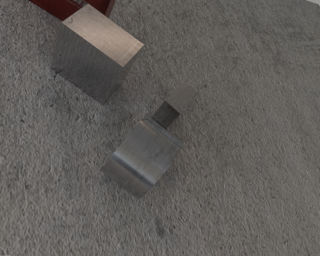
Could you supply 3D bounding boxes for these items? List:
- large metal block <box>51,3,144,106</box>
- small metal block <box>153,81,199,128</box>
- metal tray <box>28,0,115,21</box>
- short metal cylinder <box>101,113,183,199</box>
[{"bbox_3d":[-0.079,-0.087,0.379,0.080,0.080,0.050,36,51,-5],"label":"large metal block"},{"bbox_3d":[0.018,-0.028,0.415,0.025,0.050,0.050,42,51,0],"label":"small metal block"},{"bbox_3d":[-0.125,-0.188,0.409,0.130,0.090,0.030,30,52,-9],"label":"metal tray"},{"bbox_3d":[-0.019,0.030,0.340,0.050,0.080,0.080,39,51,-2],"label":"short metal cylinder"}]
